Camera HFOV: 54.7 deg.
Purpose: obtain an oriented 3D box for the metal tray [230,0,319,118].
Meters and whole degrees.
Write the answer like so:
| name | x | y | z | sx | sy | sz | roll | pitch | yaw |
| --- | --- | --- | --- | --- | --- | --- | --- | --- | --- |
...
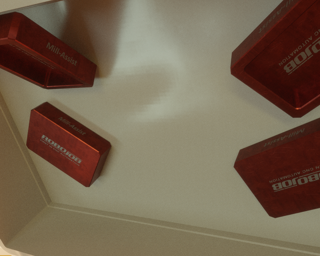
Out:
| name | x | y | z | sx | sy | sz | roll | pitch | yaw |
| --- | --- | --- | --- | --- | --- | --- | --- | --- | --- |
| metal tray | 0.137 | -0.074 | 0.267 | 0.090 | 0.030 | 0.129 | 32 | 133 | -14 |

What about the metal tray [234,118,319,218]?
| name | x | y | z | sx | sy | sz | roll | pitch | yaw |
| --- | --- | --- | --- | --- | --- | --- | --- | --- | --- |
| metal tray | 0.163 | 0.046 | 0.348 | 0.130 | 0.030 | 0.090 | -29 | 103 | 37 |

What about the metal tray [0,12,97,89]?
| name | x | y | z | sx | sy | sz | roll | pitch | yaw |
| --- | --- | --- | --- | --- | --- | --- | --- | --- | --- |
| metal tray | -0.152 | -0.085 | 0.375 | 0.090 | 0.130 | 0.030 | 1 | 76 | 27 |

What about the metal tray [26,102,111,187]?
| name | x | y | z | sx | sy | sz | roll | pitch | yaw |
| --- | --- | --- | --- | --- | --- | --- | --- | --- | --- |
| metal tray | -0.150 | 0.028 | 0.499 | 0.130 | 0.030 | 0.089 | 32 | 128 | 7 |
